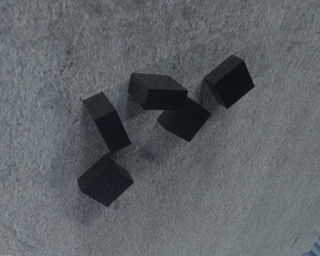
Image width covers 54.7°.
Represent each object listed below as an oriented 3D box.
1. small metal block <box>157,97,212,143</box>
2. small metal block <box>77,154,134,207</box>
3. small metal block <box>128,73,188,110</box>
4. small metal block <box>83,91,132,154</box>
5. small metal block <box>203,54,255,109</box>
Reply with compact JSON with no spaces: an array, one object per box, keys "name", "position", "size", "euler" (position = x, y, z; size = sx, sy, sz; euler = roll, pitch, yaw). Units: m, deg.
[{"name":"small metal block","position":[0.033,-0.015,0.417],"size":[0.050,0.025,0.050],"euler":[29,102,-38]},{"name":"small metal block","position":[-0.072,0.071,0.413],"size":[0.050,0.025,0.050],"euler":[-44,130,2]},{"name":"small metal block","position":[-0.003,-0.043,0.364],"size":[0.050,0.050,0.025],"euler":[-1,119,-29]},{"name":"small metal block","position":[-0.061,-0.007,0.354],"size":[0.025,0.050,0.050],"euler":[-28,128,-11]},{"name":"small metal block","position":[0.095,-0.062,0.422],"size":[0.050,0.025,0.050],"euler":[-40,130,-2]}]
